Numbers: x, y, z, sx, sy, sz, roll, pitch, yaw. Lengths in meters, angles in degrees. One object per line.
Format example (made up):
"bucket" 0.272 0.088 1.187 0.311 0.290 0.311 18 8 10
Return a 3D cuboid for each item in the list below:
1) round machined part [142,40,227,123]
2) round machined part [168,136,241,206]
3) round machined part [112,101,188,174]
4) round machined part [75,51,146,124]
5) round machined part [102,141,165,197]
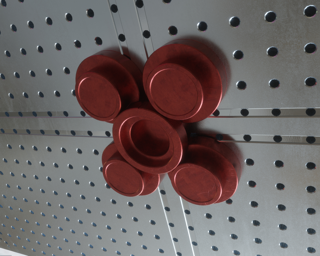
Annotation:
"round machined part" 0.023 -0.048 0.357 0.098 0.042 0.097 13 124 20
"round machined part" 0.053 0.063 0.409 0.098 0.042 0.097 13 124 20
"round machined part" -0.009 0.009 0.407 0.098 0.042 0.097 13 124 20
"round machined part" -0.071 -0.047 0.406 0.098 0.042 0.097 13 124 20
"round machined part" -0.046 0.064 0.462 0.098 0.042 0.097 13 124 20
